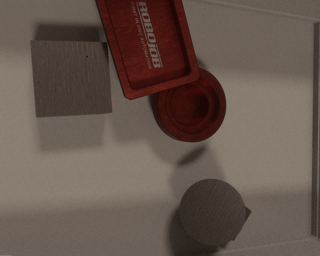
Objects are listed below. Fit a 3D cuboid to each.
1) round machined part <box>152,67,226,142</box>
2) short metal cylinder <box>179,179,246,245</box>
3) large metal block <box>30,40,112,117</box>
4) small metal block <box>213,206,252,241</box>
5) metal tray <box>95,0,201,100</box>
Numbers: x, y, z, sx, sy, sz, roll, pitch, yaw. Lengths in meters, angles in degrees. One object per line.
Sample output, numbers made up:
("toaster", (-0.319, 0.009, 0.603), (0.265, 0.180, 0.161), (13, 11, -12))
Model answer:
("round machined part", (0.036, -0.030, 0.416), (0.099, 0.042, 0.097), (0, 90, -21))
("short metal cylinder", (0.068, 0.111, 0.404), (0.080, 0.050, 0.080), (-3, 68, 9))
("large metal block", (-0.103, -0.055, 0.360), (0.081, 0.050, 0.079), (-4, 92, -20))
("small metal block", (0.096, 0.125, 0.448), (0.050, 0.025, 0.050), (39, 77, -16))
("metal tray", (-0.014, -0.106, 0.353), (0.091, 0.030, 0.129), (-17, 101, -6))
